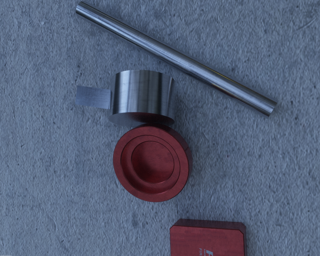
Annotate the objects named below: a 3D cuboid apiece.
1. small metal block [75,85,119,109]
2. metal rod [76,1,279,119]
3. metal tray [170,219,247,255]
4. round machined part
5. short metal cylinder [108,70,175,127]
[{"bbox_3d":[-0.078,-0.040,0.423,0.050,0.050,0.025,9,93,19],"label":"small metal block"},{"bbox_3d":[0.010,-0.096,0.405,0.300,0.025,0.025,32,100,17],"label":"metal rod"},{"bbox_3d":[0.062,0.184,0.385,0.090,0.030,0.129,-3,89,19],"label":"metal tray"},{"bbox_3d":[-0.006,0.041,0.395,0.098,0.042,0.097,4,104,17],"label":"round machined part"},{"bbox_3d":[-0.021,-0.033,0.383,0.080,0.080,0.050,-3,76,20],"label":"short metal cylinder"}]
